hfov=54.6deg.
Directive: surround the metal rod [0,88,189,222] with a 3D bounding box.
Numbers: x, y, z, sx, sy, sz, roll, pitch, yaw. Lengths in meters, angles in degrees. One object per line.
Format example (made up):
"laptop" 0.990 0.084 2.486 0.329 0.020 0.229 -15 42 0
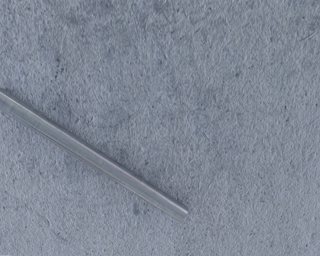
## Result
"metal rod" -0.087 0.043 0.424 0.301 0.025 0.025 35 106 -12
